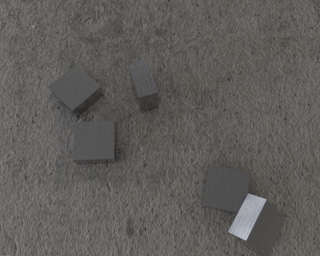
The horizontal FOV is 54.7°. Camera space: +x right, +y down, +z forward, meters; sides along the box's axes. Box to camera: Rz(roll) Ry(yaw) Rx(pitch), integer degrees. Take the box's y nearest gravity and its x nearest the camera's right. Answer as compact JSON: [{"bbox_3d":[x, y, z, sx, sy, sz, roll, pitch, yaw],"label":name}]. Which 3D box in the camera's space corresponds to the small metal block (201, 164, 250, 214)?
[{"bbox_3d":[0.080,0.076,0.381,0.050,0.025,0.050,11,70,4],"label":"small metal block"}]

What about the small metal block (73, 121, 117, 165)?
[{"bbox_3d":[-0.083,0.019,0.400,0.050,0.025,0.050,-2,70,-1],"label":"small metal block"}]

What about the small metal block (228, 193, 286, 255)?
[{"bbox_3d":[0.112,0.111,0.353,0.050,0.025,0.050,44,70,-31],"label":"small metal block"}]

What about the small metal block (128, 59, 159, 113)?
[{"bbox_3d":[-0.022,-0.055,0.415,0.025,0.050,0.050,-17,71,-6],"label":"small metal block"}]

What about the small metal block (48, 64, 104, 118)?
[{"bbox_3d":[-0.114,-0.051,0.426,0.050,0.025,0.050,42,75,14],"label":"small metal block"}]
